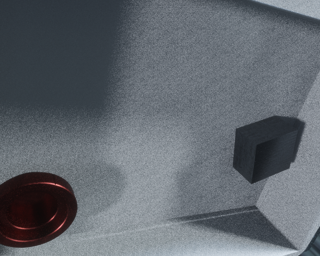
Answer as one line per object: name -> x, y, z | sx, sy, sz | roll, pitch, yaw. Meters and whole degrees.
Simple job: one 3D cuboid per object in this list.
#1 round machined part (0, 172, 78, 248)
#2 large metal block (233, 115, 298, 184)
round machined part -> -0.153, 0.092, 0.372 | 0.099, 0.042, 0.097 | -14, 125, -21
large metal block -> 0.171, 0.035, 0.510 | 0.081, 0.050, 0.079 | -17, 126, -19
